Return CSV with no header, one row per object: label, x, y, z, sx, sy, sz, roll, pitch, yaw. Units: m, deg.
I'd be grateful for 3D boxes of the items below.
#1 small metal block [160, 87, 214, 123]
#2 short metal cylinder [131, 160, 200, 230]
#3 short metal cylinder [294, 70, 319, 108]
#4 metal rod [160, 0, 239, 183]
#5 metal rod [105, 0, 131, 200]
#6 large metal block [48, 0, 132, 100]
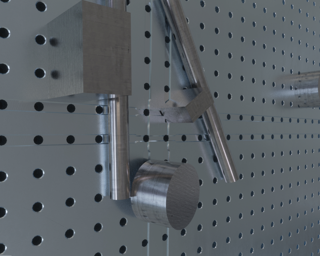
small metal block,0.037,-0.031,0.424,0.050,0.050,0.025,-42,116,-32
short metal cylinder,0.009,0.082,0.388,0.080,0.050,0.079,-5,96,-55
short metal cylinder,0.337,-0.084,0.676,0.081,0.050,0.079,0,90,-40
metal rod,0.065,-0.049,0.463,0.025,0.025,0.299,-35,112,-35
metal rod,-0.051,-0.066,0.366,0.025,0.025,0.298,-2,91,-40
large metal block,-0.073,-0.071,0.312,0.050,0.080,0.079,-1,91,-40
